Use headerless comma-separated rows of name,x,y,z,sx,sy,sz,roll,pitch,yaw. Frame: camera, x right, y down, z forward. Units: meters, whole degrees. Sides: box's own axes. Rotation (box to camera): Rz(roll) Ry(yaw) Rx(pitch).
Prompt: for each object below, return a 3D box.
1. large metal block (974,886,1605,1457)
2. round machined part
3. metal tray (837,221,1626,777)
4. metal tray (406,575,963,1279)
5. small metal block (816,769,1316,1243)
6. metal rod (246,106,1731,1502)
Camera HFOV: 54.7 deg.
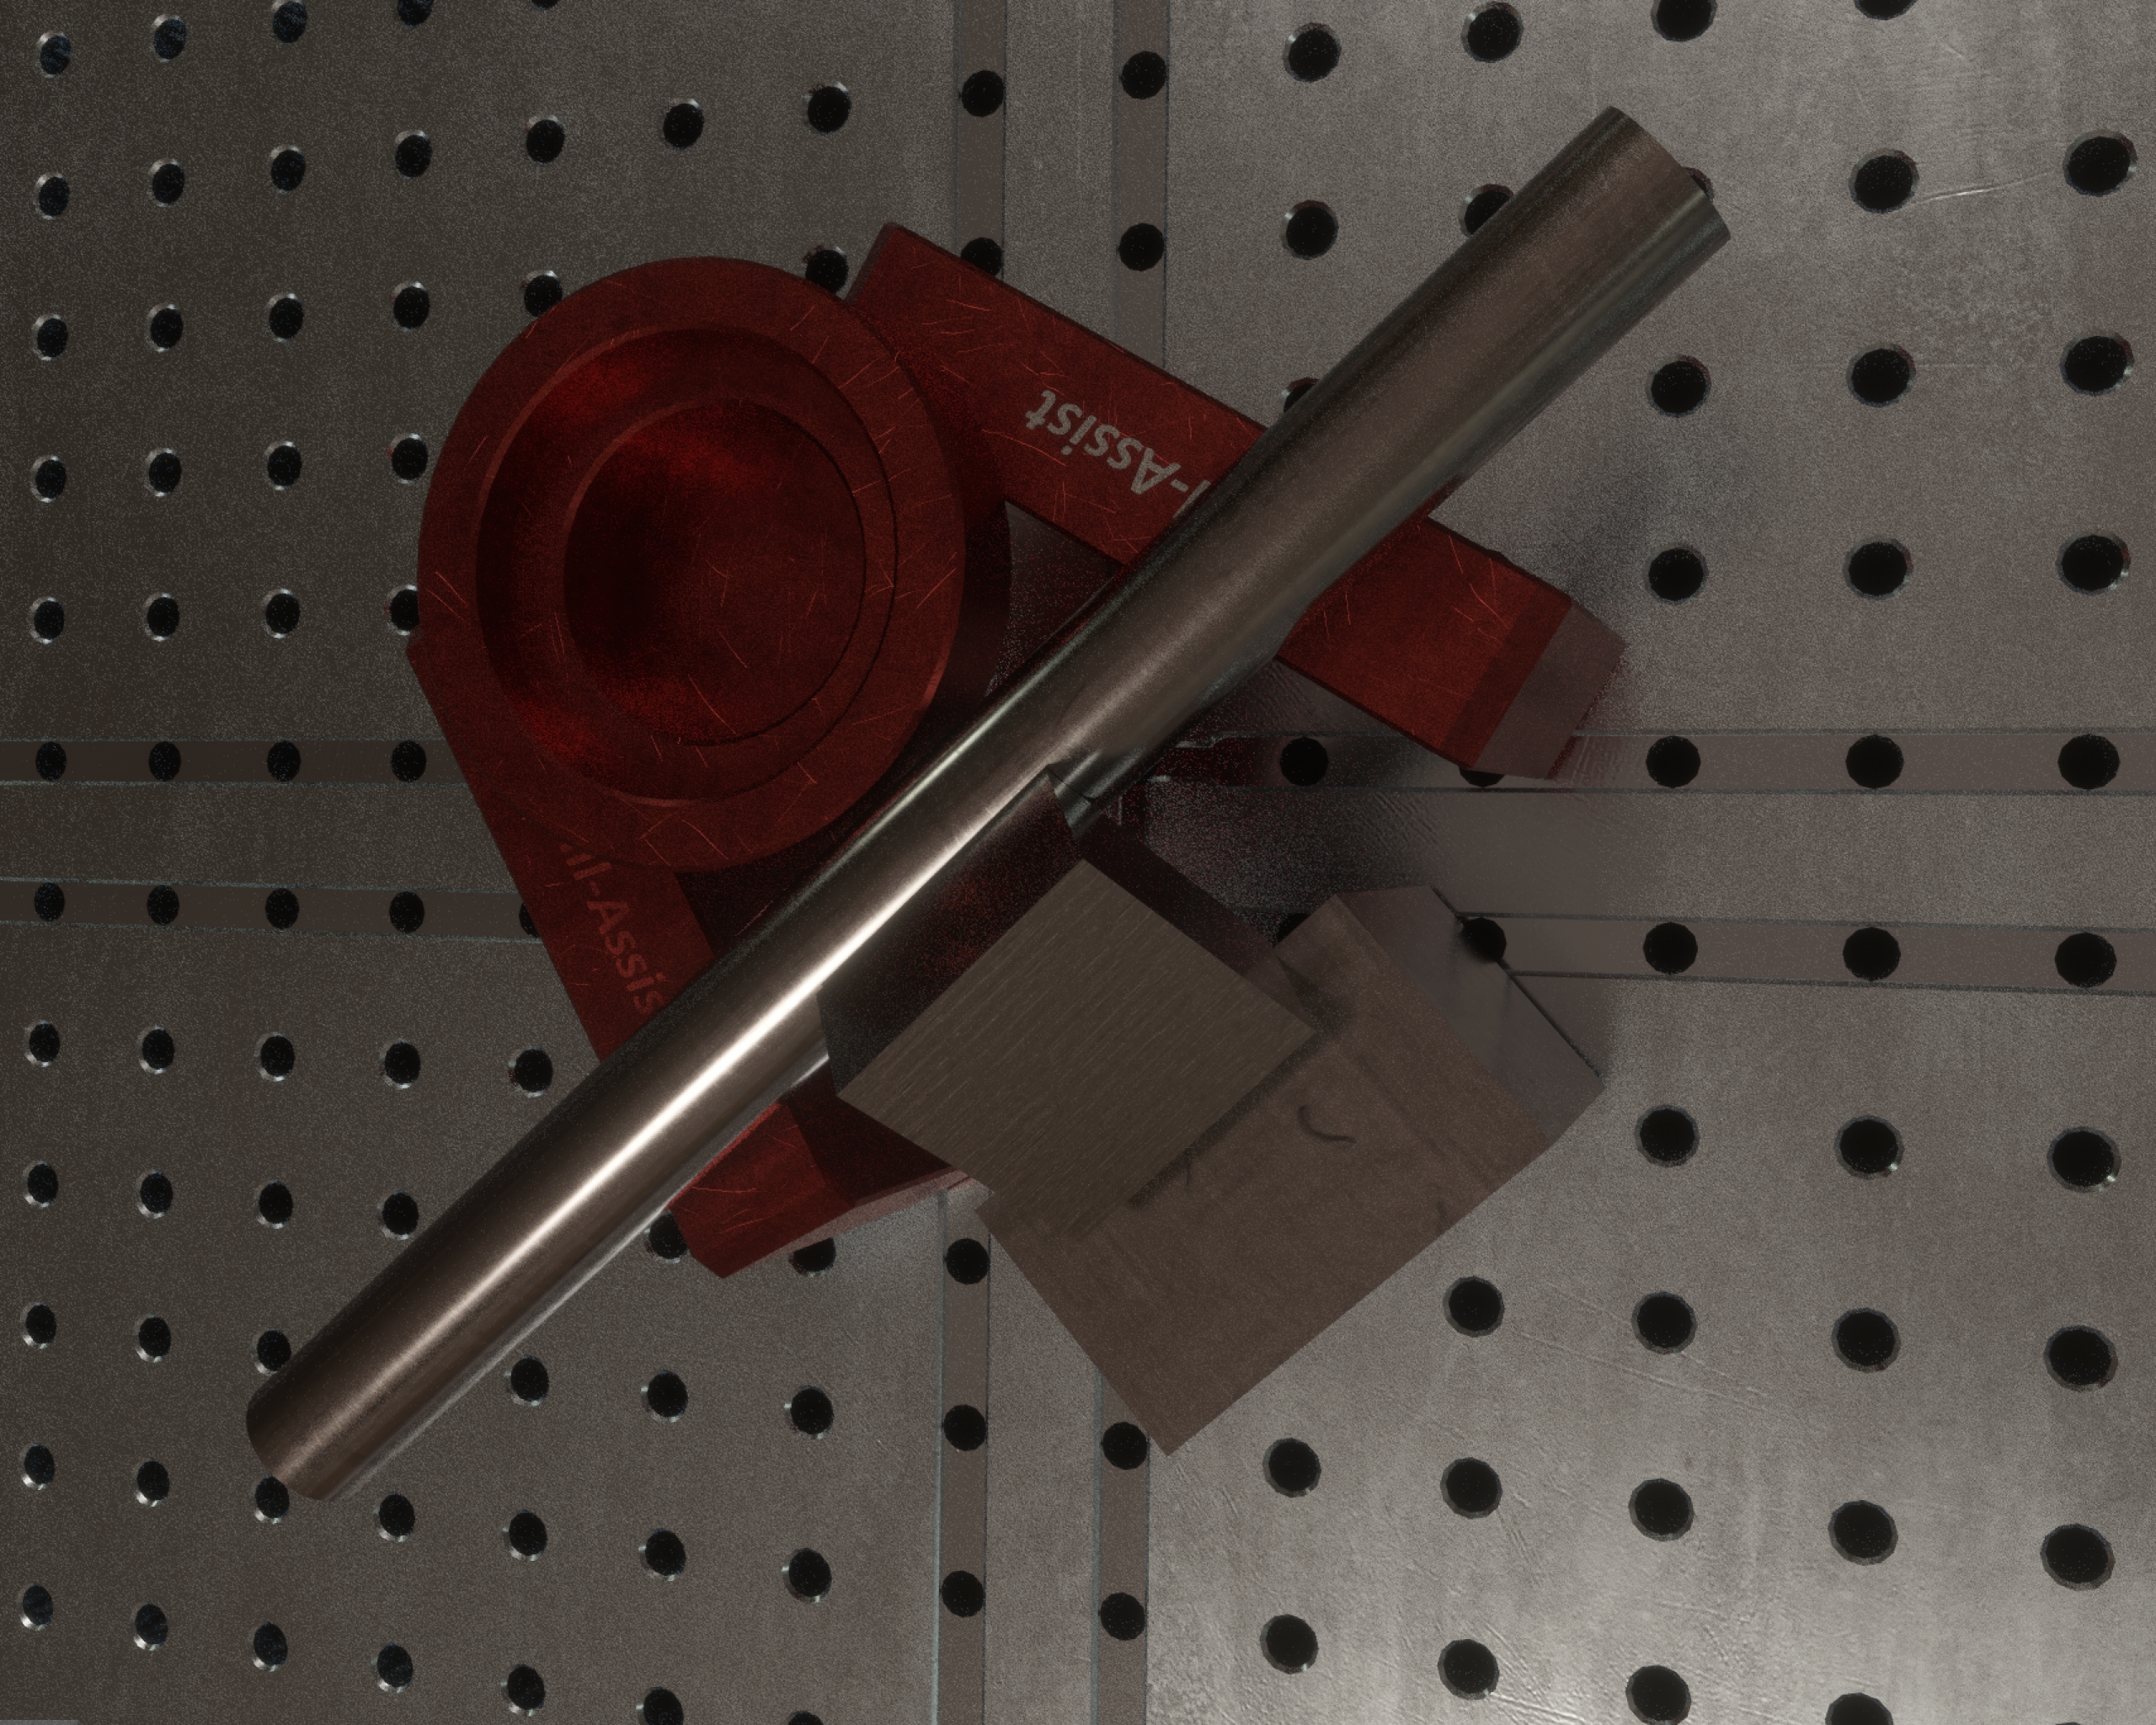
large metal block,0.041,0.050,0.365,0.080,0.080,0.050,-43,77,15
round machined part,-0.056,-0.047,0.349,0.098,0.042,0.097,0,90,19
metal tray,0.028,-0.061,0.367,0.130,0.090,0.030,33,102,16
metal tray,-0.065,0.008,0.399,0.030,0.090,0.130,-31,80,17
small metal block,-0.002,0.022,0.312,0.050,0.050,0.025,-44,32,14
metal rod,-0.026,0.003,0.325,0.299,0.025,0.025,-42,77,14
